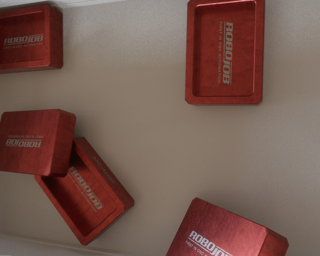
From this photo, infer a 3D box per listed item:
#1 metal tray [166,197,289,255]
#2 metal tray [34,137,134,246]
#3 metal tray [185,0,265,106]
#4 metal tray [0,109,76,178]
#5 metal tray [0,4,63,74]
[{"bbox_3d":[0.061,0.133,0.326,0.030,0.130,0.090,32,78,-22],"label":"metal tray"},{"bbox_3d":[-0.111,0.088,0.445,0.090,0.030,0.130,-44,77,14],"label":"metal tray"},{"bbox_3d":[0.080,-0.093,0.379,0.090,0.030,0.129,2,91,19],"label":"metal tray"},{"bbox_3d":[-0.185,0.021,0.448,0.130,0.030,0.090,0,77,30],"label":"metal tray"},{"bbox_3d":[-0.215,-0.135,0.481,0.130,0.030,0.089,-1,90,19],"label":"metal tray"}]
